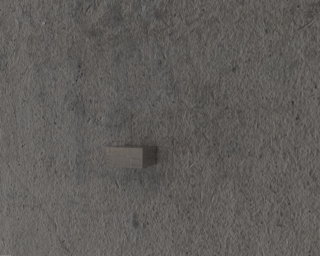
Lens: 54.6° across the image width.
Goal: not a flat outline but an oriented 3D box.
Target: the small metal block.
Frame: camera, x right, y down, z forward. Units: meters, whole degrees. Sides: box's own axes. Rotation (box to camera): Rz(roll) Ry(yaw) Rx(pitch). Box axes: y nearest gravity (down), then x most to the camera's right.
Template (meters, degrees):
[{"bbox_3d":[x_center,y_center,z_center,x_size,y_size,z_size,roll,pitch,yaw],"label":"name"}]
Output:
[{"bbox_3d":[-0.036,0.037,0.409,0.050,0.050,0.025,0,90,20],"label":"small metal block"}]
